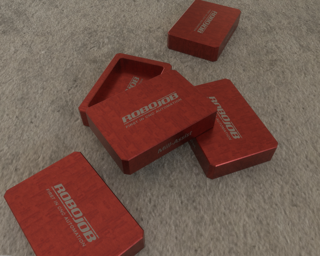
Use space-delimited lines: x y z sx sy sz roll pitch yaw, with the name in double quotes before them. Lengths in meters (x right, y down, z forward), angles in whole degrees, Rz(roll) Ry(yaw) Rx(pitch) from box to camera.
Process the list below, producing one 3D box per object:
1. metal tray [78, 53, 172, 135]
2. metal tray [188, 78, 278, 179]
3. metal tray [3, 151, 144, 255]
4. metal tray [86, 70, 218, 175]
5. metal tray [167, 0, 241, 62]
"metal tray" -0.044 -0.050 0.441 0.090 0.030 0.130 15 51 11
"metal tray" 0.078 -0.005 0.405 0.091 0.030 0.130 -15 52 -13
"metal tray" -0.089 0.094 0.320 0.091 0.030 0.130 -32 57 -24
"metal tray" -0.009 -0.013 0.371 0.131 0.030 0.090 -28 56 -22
"metal tray" 0.080 -0.177 0.549 0.090 0.030 0.130 21 53 16
